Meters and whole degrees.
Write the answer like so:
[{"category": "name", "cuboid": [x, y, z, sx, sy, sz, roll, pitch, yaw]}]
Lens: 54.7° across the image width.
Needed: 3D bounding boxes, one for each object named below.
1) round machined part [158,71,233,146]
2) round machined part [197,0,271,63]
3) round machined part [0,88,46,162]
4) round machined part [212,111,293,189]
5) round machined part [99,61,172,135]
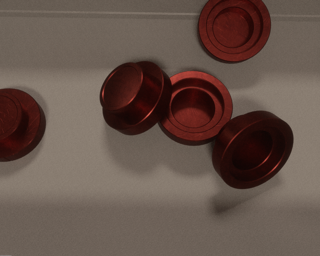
[{"category": "round machined part", "cuboid": [0.043, -0.023, 0.410, 0.099, 0.042, 0.098, 0, 70, -1]}, {"category": "round machined part", "cuboid": [0.102, -0.141, 0.441, 0.099, 0.042, 0.097, 0, 94, 2]}, {"category": "round machined part", "cuboid": [-0.205, -0.008, 0.401, 0.099, 0.042, 0.098, 0, 70, -1]}, {"category": "round machined part", "cuboid": [0.106, 0.023, 0.375, 0.099, 0.097, 0.042, -24, 35, -9]}, {"category": "round machined part", "cuboid": [-0.037, -0.043, 0.391, 0.098, 0.042, 0.098, -17, 58, 30]}]
